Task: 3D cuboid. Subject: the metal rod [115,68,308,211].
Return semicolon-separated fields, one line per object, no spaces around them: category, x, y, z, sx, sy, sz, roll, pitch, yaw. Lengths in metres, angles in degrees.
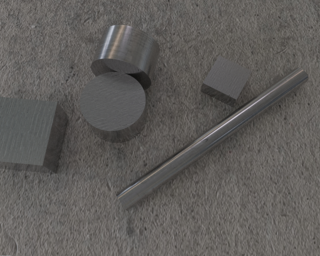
metal rod;0.076;0.008;0.405;0.301;0.025;0.025;-34;74;-12

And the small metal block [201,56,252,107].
small metal block;0.092;-0.065;0.432;0.050;0.025;0.050;28;72;10

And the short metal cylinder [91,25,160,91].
short metal cylinder;-0.045;-0.090;0.411;0.080;0.080;0.050;12;71;4

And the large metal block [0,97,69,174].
large metal block;-0.169;0.010;0.390;0.080;0.050;0.080;5;70;2

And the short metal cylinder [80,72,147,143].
short metal cylinder;-0.058;-0.026;0.404;0.081;0.050;0.080;0;70;0
